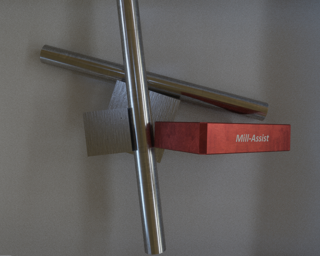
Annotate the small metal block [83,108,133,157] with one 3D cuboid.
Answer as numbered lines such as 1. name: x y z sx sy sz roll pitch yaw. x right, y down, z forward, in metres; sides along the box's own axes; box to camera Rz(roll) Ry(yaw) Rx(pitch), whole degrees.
1. small metal block: -0.059 0.005 0.359 0.050 0.025 0.050 -6 90 -1

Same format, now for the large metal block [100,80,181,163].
1. large metal block: -0.026 -0.008 0.397 0.080 0.050 0.080 18 90 -1

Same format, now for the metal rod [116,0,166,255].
1. metal rod: -0.022 -0.006 0.360 0.025 0.025 0.298 -6 90 0

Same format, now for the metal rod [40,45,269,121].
1. metal rod: -0.007 -0.060 0.410 0.302 0.025 0.025 15 90 -1

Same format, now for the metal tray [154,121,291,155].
1. metal tray: 0.071 0.009 0.352 0.131 0.090 0.030 1 91 -32
